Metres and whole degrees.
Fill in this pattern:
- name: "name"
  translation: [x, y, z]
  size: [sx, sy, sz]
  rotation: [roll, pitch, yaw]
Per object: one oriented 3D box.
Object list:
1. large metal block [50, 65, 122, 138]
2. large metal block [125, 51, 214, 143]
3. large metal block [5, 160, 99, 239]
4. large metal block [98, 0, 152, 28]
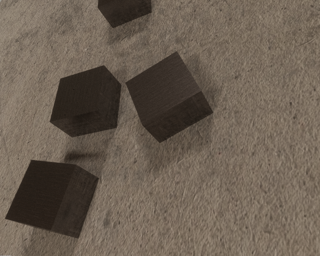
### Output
- name: "large metal block"
  translation: [-0.109, -0.039, 0.467]
  size: [0.080, 0.050, 0.080]
  rotation: [-12, 57, 21]
- name: "large metal block"
  translation: [0.011, -0.040, 0.406]
  size: [0.080, 0.050, 0.080]
  rotation: [-30, 52, 8]
- name: "large metal block"
  translation: [-0.138, 0.091, 0.403]
  size: [0.080, 0.050, 0.080]
  rotation: [2, 62, 28]
- name: "large metal block"
  translation: [-0.063, -0.242, 0.567]
  size: [0.080, 0.050, 0.080]
  rotation: [-15, 56, 19]
